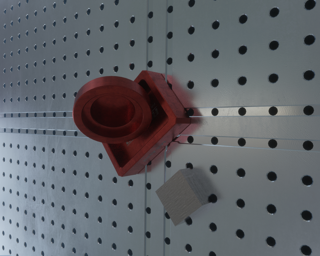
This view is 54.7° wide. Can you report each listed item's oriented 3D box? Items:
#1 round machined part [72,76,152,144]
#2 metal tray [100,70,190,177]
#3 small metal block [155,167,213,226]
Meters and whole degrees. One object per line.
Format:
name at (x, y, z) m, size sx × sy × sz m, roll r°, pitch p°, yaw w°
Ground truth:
round machined part at (-0.061, -0.028, 0.404) m, size 0.098 × 0.098 × 0.042 m, roll -46°, pitch 33°, yaw 30°
metal tray at (-0.029, -0.004, 0.429) m, size 0.129 × 0.030 × 0.090 m, roll -45°, pitch 63°, yaw 30°
small metal block at (0.029, 0.085, 0.385) m, size 0.050 × 0.025 × 0.050 m, roll -47°, pitch 62°, yaw 29°
